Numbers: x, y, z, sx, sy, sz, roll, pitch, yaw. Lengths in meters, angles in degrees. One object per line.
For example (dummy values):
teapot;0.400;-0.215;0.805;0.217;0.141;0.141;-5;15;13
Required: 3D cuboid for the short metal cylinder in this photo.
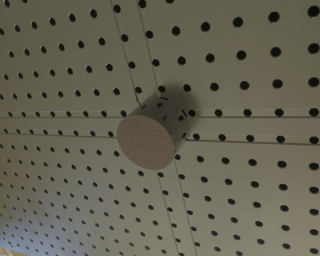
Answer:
short metal cylinder;-0.008;0.008;0.405;0.080;0.050;0.080;13;124;21
